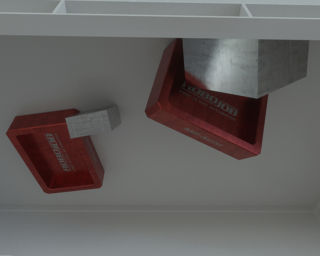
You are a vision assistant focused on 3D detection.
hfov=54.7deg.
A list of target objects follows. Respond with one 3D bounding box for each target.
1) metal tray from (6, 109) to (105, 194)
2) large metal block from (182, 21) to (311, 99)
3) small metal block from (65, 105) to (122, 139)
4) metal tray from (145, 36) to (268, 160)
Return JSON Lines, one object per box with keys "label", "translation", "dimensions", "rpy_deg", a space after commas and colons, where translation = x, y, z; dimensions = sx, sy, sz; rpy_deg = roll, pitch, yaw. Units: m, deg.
{"label": "metal tray", "translation": [-0.140, 0.037, 0.435], "dimensions": [0.090, 0.030, 0.129], "rpy_deg": [-7, 130, 6]}
{"label": "large metal block", "translation": [0.079, -0.068, 0.288], "dimensions": [0.081, 0.080, 0.050], "rpy_deg": [-23, 117, -35]}
{"label": "small metal block", "translation": [-0.080, -0.009, 0.380], "dimensions": [0.050, 0.050, 0.025], "rpy_deg": [-10, 100, 8]}
{"label": "metal tray", "translation": [0.057, -0.030, 0.339], "dimensions": [0.131, 0.090, 0.030], "rpy_deg": [25, 154, -20]}
